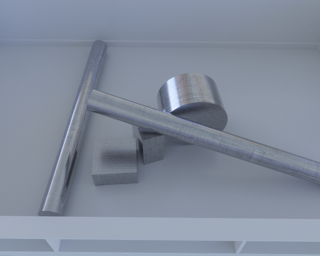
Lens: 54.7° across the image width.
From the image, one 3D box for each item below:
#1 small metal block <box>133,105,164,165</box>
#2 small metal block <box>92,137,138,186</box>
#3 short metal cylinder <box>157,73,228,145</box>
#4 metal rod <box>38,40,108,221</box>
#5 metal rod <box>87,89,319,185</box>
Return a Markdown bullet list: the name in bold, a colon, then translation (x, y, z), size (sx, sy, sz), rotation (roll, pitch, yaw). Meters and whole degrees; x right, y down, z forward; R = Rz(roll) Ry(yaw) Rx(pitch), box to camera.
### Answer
- **small metal block**: translation (-0.016, 0.009, 0.381), size (0.025, 0.050, 0.050), rotation (-15, 52, -12)
- **small metal block**: translation (-0.053, 0.040, 0.371), size (0.050, 0.025, 0.050), rotation (-3, 50, -3)
- **short metal cylinder**: translation (0.039, -0.022, 0.389), size (0.081, 0.080, 0.050), rotation (-5, 50, -5)
- **metal rod**: translation (-0.108, -0.022, 0.422), size (0.025, 0.025, 0.300), rotation (3, 50, 2)
- **metal rod**: translation (0.067, 0.015, 0.348), size (0.302, 0.025, 0.025), rotation (18, 51, -4)
